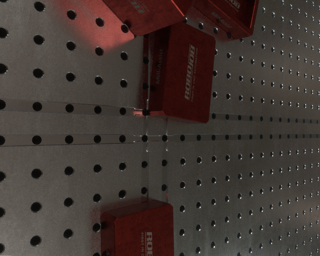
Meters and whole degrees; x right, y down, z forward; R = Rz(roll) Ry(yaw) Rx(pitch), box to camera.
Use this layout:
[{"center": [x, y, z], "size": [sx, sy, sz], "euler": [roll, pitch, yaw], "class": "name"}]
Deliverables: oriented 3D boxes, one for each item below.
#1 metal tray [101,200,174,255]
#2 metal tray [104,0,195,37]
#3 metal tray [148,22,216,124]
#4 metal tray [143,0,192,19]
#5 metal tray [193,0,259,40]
[{"center": [-0.025, 0.164, 0.387], "size": [0.091, 0.030, 0.129], "euler": [-2, 92, -40], "class": "metal tray"}, {"center": [-0.034, -0.166, 0.339], "size": [0.130, 0.090, 0.030], "euler": [42, 64, -32], "class": "metal tray"}, {"center": [0.033, -0.075, 0.436], "size": [0.091, 0.030, 0.129], "euler": [10, 84, -40], "class": "metal tray"}, {"center": [0.006, -0.216, 0.391], "size": [0.091, 0.030, 0.130], "euler": [23, 69, -25], "class": "metal tray"}, {"center": [0.108, -0.213, 0.498], "size": [0.131, 0.030, 0.090], "euler": [21, 76, -38], "class": "metal tray"}]
